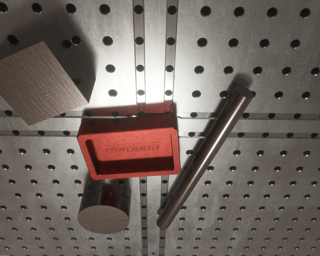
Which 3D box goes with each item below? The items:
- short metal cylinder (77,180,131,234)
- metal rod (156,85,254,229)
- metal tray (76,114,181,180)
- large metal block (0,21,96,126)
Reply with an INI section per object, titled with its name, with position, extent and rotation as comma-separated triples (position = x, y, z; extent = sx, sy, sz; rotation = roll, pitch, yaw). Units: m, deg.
[short metal cylinder]
position = -0.088, 0.129, 0.504
extent = 0.081, 0.050, 0.079
rotation = -1, 130, 0
[metal rod]
position = 0.054, 0.063, 0.466
extent = 0.025, 0.025, 0.298
rotation = 14, 129, -13
[metal tray]
position = -0.039, 0.029, 0.431
extent = 0.131, 0.030, 0.089
rotation = -4, 130, 3
[large metal block]
position = -0.131, -0.058, 0.344
extent = 0.080, 0.050, 0.080
rotation = -18, 128, 14
